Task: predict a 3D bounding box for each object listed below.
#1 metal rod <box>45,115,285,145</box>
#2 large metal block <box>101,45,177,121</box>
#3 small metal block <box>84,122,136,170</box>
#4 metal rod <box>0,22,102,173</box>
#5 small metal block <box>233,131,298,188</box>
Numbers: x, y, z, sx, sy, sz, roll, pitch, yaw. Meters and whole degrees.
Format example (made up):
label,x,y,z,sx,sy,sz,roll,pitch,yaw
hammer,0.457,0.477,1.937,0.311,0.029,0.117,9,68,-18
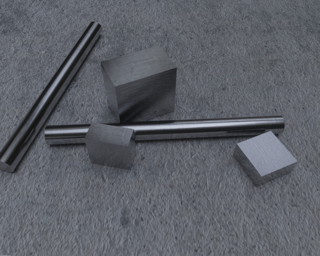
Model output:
label,x,y,z,sx,sy,sz,roll,pitch,yaw
metal rod,0.008,0.002,0.401,0.302,0.025,0.025,-3,50,-3
large metal block,-0.027,-0.053,0.411,0.081,0.080,0.050,-20,53,-17
small metal block,-0.057,0.022,0.367,0.050,0.050,0.025,9,51,7
metal rod,-0.149,-0.066,0.456,0.025,0.025,0.300,11,51,8
small metal block,0.126,0.037,0.374,0.050,0.025,0.050,-19,53,-16
